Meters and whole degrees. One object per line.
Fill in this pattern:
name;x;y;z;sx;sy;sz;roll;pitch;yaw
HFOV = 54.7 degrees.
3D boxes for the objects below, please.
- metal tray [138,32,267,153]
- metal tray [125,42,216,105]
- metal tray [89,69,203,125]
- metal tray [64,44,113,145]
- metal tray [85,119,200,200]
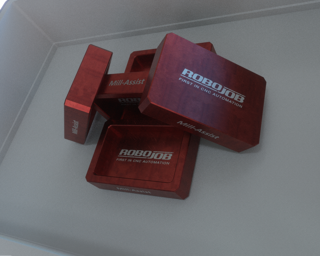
metal tray;0.051;-0.037;0.341;0.030;0.131;0.090;-40;31;61
metal tray;0.010;-0.071;0.439;0.130;0.030;0.090;0;62;27
metal tray;-0.020;-0.032;0.392;0.130;0.090;0.030;1;62;28
metal tray;-0.100;-0.040;0.422;0.030;0.129;0.090;19;65;-9
metal tray;-0.022;0.035;0.388;0.130;0.030;0.090;1;62;28
